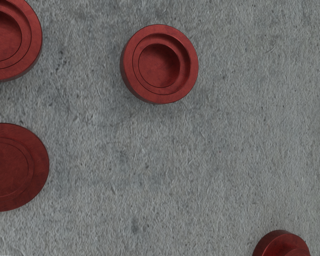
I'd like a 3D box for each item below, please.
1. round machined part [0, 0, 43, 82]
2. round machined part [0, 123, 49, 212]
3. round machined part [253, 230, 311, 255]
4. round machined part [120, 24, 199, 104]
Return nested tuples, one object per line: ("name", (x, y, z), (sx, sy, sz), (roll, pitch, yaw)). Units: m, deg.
("round machined part", (-0.179, -0.097, 0.334), (0.099, 0.042, 0.097), (0, 90, -20))
("round machined part", (-0.173, 0.043, 0.336), (0.099, 0.042, 0.097), (0, 90, -20))
("round machined part", (0.193, 0.210, 0.471), (0.099, 0.042, 0.097), (0, 90, -20))
("round machined part", (-0.004, -0.078, 0.398), (0.099, 0.042, 0.097), (0, 90, -20))
